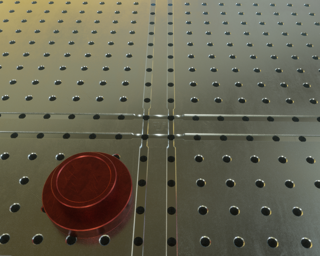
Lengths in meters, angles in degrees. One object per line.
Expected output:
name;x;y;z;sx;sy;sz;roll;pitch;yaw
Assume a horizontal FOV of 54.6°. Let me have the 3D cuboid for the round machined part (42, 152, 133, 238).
round machined part;-0.080;0.065;0.342;0.099;0.042;0.098;0;50;0
